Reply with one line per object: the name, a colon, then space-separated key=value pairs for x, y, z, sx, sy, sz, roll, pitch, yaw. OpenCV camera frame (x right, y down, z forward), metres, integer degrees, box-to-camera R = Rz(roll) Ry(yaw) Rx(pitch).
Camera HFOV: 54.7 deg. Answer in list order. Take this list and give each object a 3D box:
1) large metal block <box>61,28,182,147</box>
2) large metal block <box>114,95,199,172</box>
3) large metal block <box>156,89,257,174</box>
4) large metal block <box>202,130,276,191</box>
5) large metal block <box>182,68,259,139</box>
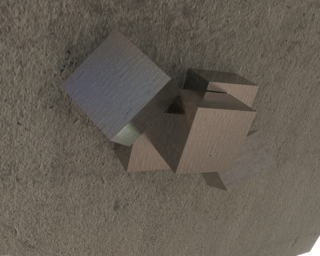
large metal block: x=-0.038 y=-0.039 z=0.320 sx=0.080 sy=0.080 sz=0.050 roll=-46 pitch=163 yaw=3
large metal block: x=-0.006 y=0.006 z=0.391 sx=0.081 sy=0.050 sz=0.079 roll=0 pitch=119 yaw=-29
large metal block: x=0.051 y=0.004 z=0.357 sx=0.081 sy=0.050 sz=0.079 roll=2 pitch=118 yaw=-30
large metal block: x=0.105 y=0.046 z=0.452 sx=0.080 sy=0.080 sz=0.050 roll=-28 pitch=90 yaw=-11
large metal block: x=0.073 y=-0.031 z=0.415 sx=0.081 sy=0.050 sz=0.079 roll=0 pitch=119 yaw=-29
